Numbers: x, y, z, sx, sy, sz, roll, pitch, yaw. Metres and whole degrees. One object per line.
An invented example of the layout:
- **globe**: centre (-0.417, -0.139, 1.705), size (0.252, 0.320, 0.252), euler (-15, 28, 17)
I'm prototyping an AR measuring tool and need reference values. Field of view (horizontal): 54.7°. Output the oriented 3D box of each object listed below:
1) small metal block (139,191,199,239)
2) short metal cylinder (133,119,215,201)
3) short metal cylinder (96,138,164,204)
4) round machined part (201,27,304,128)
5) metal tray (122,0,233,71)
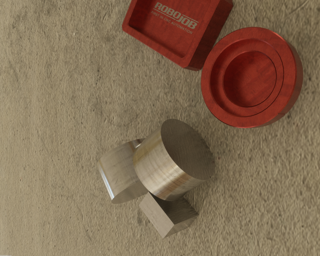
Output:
- **small metal block**: centre (0.011, 0.101, 0.380), size (0.050, 0.050, 0.025), euler (47, 118, 29)
- **short metal cylinder**: centre (0.016, 0.036, 0.356), size (0.050, 0.081, 0.080), euler (-42, 65, 32)
- **short metal cylinder**: centre (-0.034, 0.056, 0.397), size (0.080, 0.081, 0.050), euler (-42, 65, 32)
- **round machined part**: centre (0.095, -0.049, 0.316), size (0.098, 0.042, 0.097), euler (0, 90, 40)
- **metal tray**: centre (0.015, -0.140, 0.388), size (0.130, 0.030, 0.089), euler (39, 114, 33)
